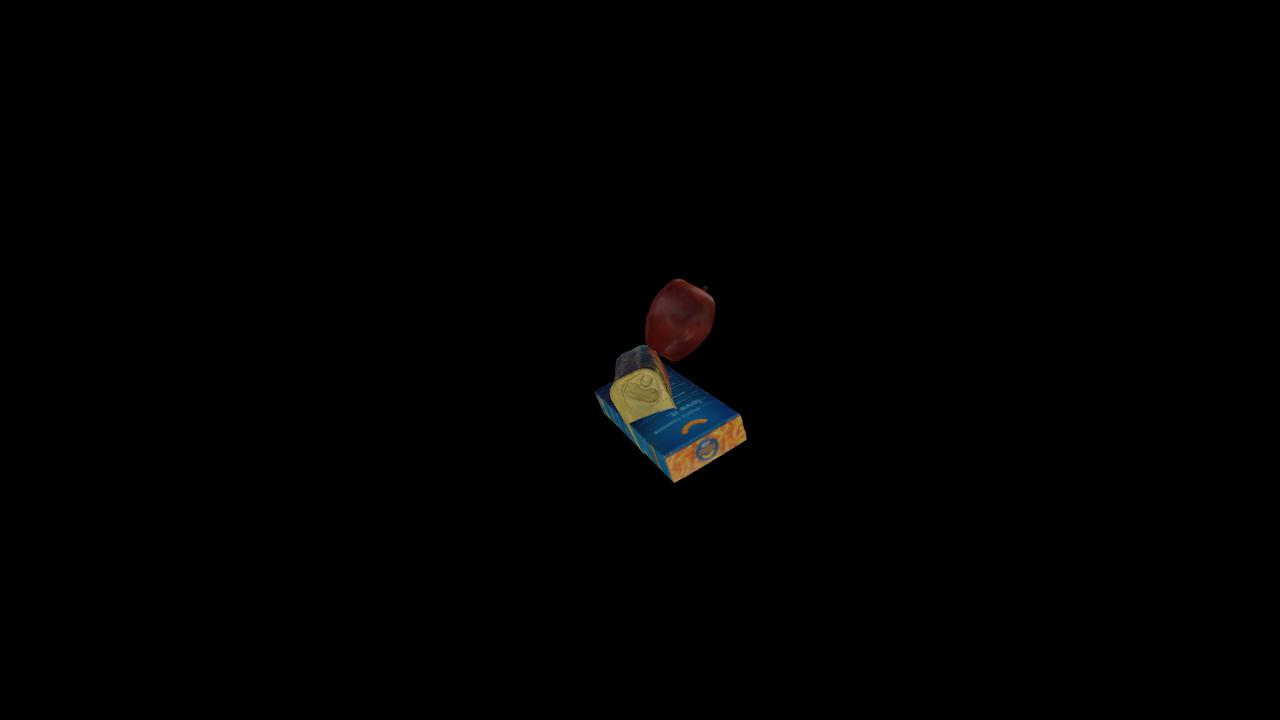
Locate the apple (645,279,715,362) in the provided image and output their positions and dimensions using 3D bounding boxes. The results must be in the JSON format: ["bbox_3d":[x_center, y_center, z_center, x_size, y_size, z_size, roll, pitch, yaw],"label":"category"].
[{"bbox_3d":[0.045,-0.046,0.695,0.079,0.093,0.079,33,6,-4],"label":"apple"}]

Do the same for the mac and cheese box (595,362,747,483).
[{"bbox_3d":[0.027,0.059,0.683,0.093,0.041,0.184,-26,27,-16],"label":"mac and cheese box"}]

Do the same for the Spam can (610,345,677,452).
[{"bbox_3d":[0.010,0.043,0.687,0.058,0.101,0.085,-25,18,8],"label":"Spam can"}]
